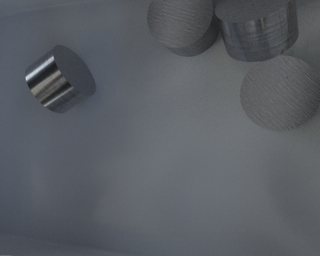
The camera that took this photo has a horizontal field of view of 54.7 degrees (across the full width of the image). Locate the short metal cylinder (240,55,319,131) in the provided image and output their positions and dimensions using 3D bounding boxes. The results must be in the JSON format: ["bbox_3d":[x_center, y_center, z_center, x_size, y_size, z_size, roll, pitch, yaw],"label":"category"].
[{"bbox_3d":[0.134,-0.037,0.350,0.080,0.050,0.080,0,90,20],"label":"short metal cylinder"}]

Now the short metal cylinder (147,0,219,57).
[{"bbox_3d":[0.031,-0.134,0.386,0.080,0.050,0.080,0,90,20],"label":"short metal cylinder"}]

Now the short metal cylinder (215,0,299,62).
[{"bbox_3d":[0.106,-0.118,0.338,0.080,0.050,0.080,-15,45,16],"label":"short metal cylinder"}]

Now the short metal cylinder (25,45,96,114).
[{"bbox_3d":[-0.135,-0.067,0.429,0.050,0.080,0.080,-30,80,18],"label":"short metal cylinder"}]
